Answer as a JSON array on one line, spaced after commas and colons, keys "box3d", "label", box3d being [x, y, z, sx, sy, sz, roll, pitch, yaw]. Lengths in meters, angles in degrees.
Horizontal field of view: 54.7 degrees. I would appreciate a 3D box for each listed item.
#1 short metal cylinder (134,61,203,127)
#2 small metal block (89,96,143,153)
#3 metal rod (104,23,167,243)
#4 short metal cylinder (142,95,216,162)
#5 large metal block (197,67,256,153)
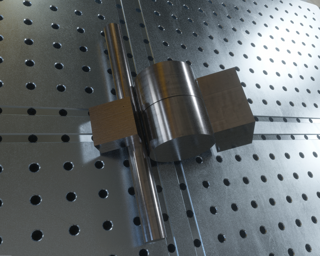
[{"box3d": [0.011, -0.042, 0.399, 0.081, 0.080, 0.050, 0, 62, -28], "label": "short metal cylinder"}, {"box3d": [-0.052, -0.004, 0.363, 0.050, 0.025, 0.050, -16, 64, 3], "label": "small metal block"}, {"box3d": [-0.037, -0.013, 0.390, 0.025, 0.025, 0.299, 0, 62, -28], "label": "metal rod"}, {"box3d": [0.022, 0.003, 0.377, 0.081, 0.080, 0.050, 0, 62, -28], "label": "short metal cylinder"}, {"box3d": [0.089, -0.022, 0.420, 0.050, 0.080, 0.080, -16, 65, 6], "label": "large metal block"}]
